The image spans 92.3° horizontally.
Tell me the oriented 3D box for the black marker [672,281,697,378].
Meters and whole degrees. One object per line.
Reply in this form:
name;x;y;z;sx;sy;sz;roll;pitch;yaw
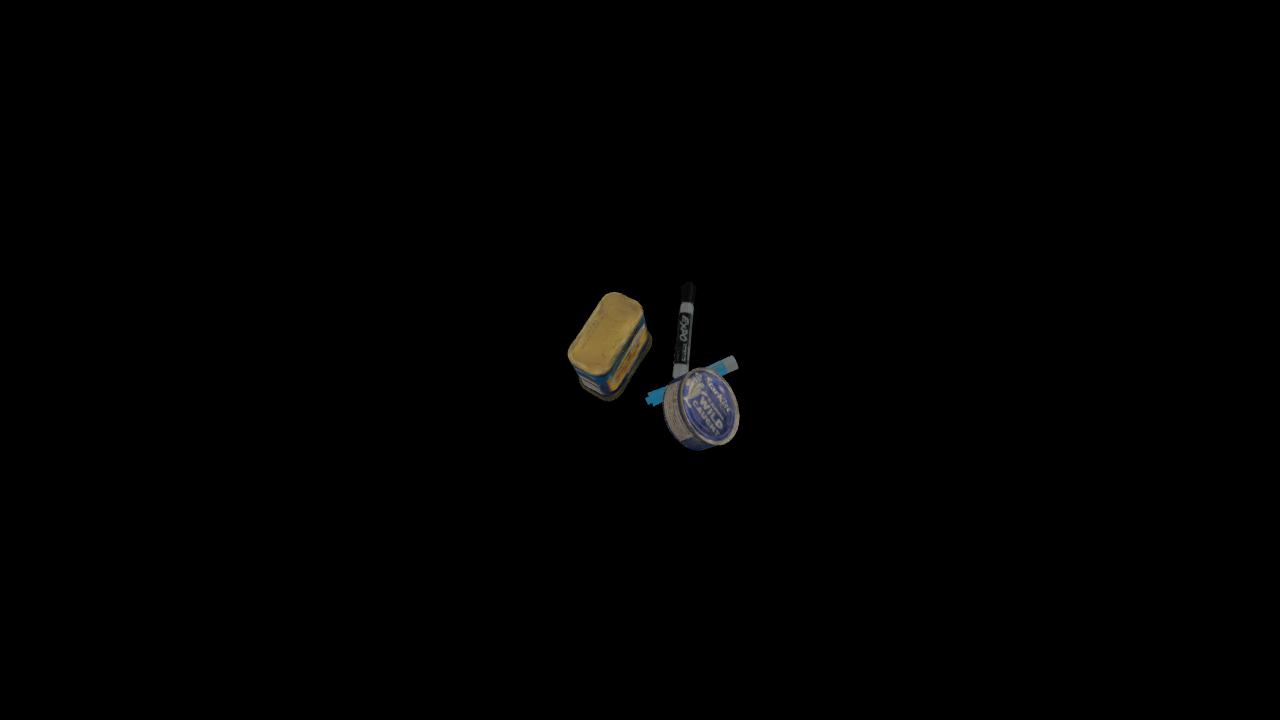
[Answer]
black marker;0.054;-0.037;0.744;0.020;0.121;0.020;6;-13;1

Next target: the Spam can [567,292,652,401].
Spam can;-0.033;-0.015;0.694;0.058;0.101;0.085;27;-15;14

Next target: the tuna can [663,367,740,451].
tuna can;0.064;0.052;0.650;0.084;0.084;0.034;0;-19;-40

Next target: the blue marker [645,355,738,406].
blue marker;0.063;0.027;0.761;0.121;0.020;0.020;-24;0;-1
